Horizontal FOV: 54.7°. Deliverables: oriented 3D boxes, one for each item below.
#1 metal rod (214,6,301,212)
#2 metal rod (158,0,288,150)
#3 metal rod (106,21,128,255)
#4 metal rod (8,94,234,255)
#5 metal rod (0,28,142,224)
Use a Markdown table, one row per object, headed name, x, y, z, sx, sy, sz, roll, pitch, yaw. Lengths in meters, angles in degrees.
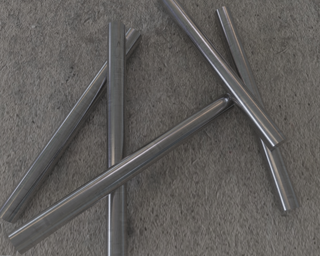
| name | x | y | z | sx | sy | sz | roll | pitch | yaw |
| --- | --- | --- | --- | --- | --- | --- | --- | --- | --- |
| metal rod | 0.126 | -0.040 | 0.423 | 0.025 | 0.025 | 0.299 | -11 | 70 | -4 |
| metal rod | 0.072 | -0.098 | 0.429 | 0.025 | 0.025 | 0.299 | -27 | 67 | -9 |
| metal rod | -0.055 | 0.005 | 0.390 | 0.025 | 0.025 | 0.299 | -2 | 76 | -1 |
| metal rod | -0.025 | 0.039 | 0.363 | 0.302 | 0.025 | 0.025 | -33 | 73 | -23 |
| metal rod | -0.110 | -0.016 | 0.412 | 0.025 | 0.025 | 0.300 | 28 | 72 | 9 |
